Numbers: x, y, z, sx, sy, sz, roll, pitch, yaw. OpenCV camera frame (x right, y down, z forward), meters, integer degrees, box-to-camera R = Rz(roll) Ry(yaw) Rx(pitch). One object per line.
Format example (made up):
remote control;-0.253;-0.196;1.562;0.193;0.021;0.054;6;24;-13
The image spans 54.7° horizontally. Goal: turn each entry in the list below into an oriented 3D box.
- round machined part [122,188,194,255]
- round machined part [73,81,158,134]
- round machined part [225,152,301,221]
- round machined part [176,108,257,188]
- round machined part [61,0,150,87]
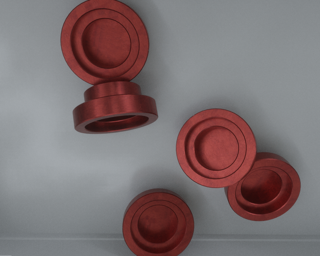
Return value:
round machined part;-0.004;0.134;0.442;0.099;0.042;0.097;0;94;-6
round machined part;-0.054;-0.025;0.371;0.099;0.098;0.042;-11;79;3
round machined part;0.138;0.077;0.432;0.099;0.042;0.097;-1;111;-2
round machined part;0.074;0.026;0.397;0.098;0.042;0.097;-3;82;21
round machined part;-0.061;-0.100;0.365;0.099;0.042;0.097;0;110;-1
